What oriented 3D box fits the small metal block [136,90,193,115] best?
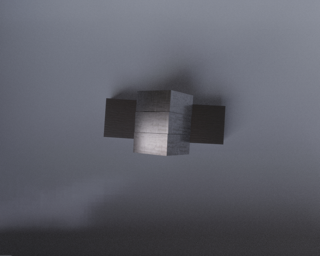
[{"bbox_3d":[0.006,-0.031,0.387,0.050,0.050,0.025,3,90,36],"label":"small metal block"}]

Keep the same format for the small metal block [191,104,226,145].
[{"bbox_3d":[0.058,-0.005,0.411,0.050,0.025,0.050,3,90,-1],"label":"small metal block"}]

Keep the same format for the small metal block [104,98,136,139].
[{"bbox_3d":[-0.045,-0.012,0.409,0.050,0.025,0.050,4,90,-1],"label":"small metal block"}]

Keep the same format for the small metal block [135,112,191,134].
[{"bbox_3d":[0.004,-0.006,0.387,0.050,0.050,0.025,2,90,36],"label":"small metal block"}]

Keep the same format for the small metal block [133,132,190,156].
[{"bbox_3d":[0.003,0.019,0.387,0.050,0.050,0.025,2,90,36],"label":"small metal block"}]
